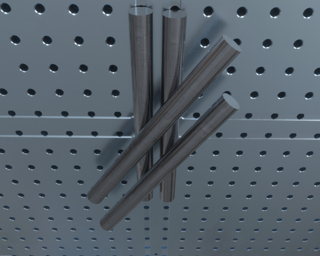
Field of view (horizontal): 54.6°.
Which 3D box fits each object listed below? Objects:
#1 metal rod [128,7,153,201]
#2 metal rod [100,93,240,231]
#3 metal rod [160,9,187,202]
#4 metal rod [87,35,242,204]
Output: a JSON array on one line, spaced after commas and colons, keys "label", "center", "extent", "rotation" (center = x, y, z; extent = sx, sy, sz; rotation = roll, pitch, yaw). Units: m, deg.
[{"label": "metal rod", "center": [-0.022, -0.004, 0.408], "extent": [0.025, 0.025, 0.298], "rotation": [0, 130, -1]}, {"label": "metal rod", "center": [-0.003, 0.064, 0.432], "extent": [0.025, 0.025, 0.299], "rotation": [28, 125, -22]}, {"label": "metal rod", "center": [0.013, -0.002, 0.410], "extent": [0.025, 0.025, 0.298], "rotation": [0, 130, -1]}, {"label": "metal rod", "center": [-0.013, 0.009, 0.387], "extent": [0.025, 0.025, 0.299], "rotation": [28, 125, -22]}]
